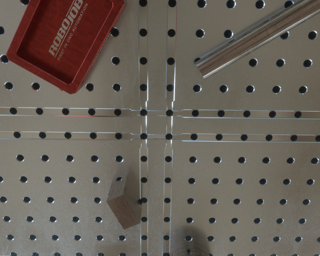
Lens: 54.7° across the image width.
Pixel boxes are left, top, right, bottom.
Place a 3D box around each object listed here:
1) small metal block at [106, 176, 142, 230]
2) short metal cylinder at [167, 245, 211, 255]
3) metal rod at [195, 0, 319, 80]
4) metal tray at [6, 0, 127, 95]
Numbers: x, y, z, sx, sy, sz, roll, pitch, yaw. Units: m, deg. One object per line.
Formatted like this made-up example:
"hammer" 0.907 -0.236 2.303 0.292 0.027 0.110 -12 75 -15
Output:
"small metal block" -0.049 0.105 0.438 0.025 0.050 0.050 -24 109 8
"short metal cylinder" 0.047 0.234 0.487 0.081 0.050 0.079 0 110 0
"metal rod" 0.178 -0.144 0.361 0.300 0.025 0.025 -30 108 10
"metal tray" -0.110 -0.117 0.366 0.090 0.030 0.129 30 107 -11
